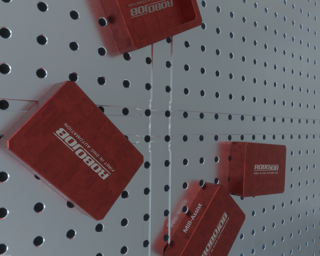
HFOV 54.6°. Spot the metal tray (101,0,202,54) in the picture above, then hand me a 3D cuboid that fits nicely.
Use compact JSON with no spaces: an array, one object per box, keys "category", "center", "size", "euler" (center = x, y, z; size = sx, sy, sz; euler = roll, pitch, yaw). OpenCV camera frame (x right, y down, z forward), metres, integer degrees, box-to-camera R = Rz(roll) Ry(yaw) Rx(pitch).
[{"category":"metal tray","center":[-0.008,-0.159,0.397],"size":[0.131,0.030,0.090],"euler":[-32,110,-35]}]

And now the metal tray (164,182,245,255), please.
[{"category":"metal tray","center":[0.072,0.159,0.465],"size":[0.090,0.030,0.130],"euler":[51,60,-28]}]

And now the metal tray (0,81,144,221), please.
[{"category":"metal tray","center":[-0.086,0.026,0.333],"size":[0.130,0.030,0.090],"euler":[50,61,-28]}]

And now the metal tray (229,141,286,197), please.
[{"category":"metal tray","center":[0.177,0.072,0.553],"size":[0.131,0.030,0.090],"euler":[6,86,-40]}]
